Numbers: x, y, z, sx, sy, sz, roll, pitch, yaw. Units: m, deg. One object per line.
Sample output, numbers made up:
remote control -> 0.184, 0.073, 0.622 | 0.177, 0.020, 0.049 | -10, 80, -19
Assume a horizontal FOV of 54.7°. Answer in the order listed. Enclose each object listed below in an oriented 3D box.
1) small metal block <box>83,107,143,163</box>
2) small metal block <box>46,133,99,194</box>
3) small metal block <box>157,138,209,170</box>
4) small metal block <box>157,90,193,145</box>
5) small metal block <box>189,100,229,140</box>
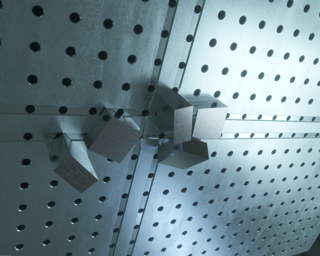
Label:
small metal block -> -0.058, 0.010, 0.387 | 0.050, 0.025, 0.050 | 31, 101, -38
small metal block -> -0.104, 0.041, 0.365 | 0.025, 0.050, 0.050 | -38, 130, -3
small metal block -> 0.032, 0.035, 0.436 | 0.050, 0.025, 0.050 | 20, 145, -36
small metal block -> 0.018, -0.015, 0.397 | 0.025, 0.050, 0.050 | -14, 124, -21
small metal block -> 0.065, -0.011, 0.442 | 0.050, 0.025, 0.050 | -5, 121, -26
